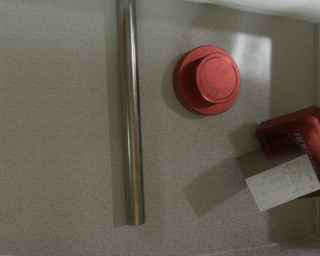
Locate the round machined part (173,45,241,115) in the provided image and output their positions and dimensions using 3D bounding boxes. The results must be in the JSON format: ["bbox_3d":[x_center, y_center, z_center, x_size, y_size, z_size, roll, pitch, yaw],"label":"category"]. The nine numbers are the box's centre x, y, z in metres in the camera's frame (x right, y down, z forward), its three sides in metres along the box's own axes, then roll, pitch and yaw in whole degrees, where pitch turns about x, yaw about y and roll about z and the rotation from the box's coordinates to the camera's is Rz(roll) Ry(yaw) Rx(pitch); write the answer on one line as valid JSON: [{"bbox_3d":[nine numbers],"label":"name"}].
[{"bbox_3d":[0.071,-0.066,0.429,0.099,0.042,0.097,0,90,-21],"label":"round machined part"}]

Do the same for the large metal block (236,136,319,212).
[{"bbox_3d":[0.158,0.060,0.426,0.080,0.080,0.050,-25,100,11],"label":"large metal block"}]

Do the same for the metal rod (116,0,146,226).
[{"bbox_3d":[-0.038,-0.027,0.397,0.025,0.025,0.298,-3,91,-20],"label":"metal rod"}]

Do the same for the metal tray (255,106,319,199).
[{"bbox_3d":[0.211,0.040,0.454,0.130,0.090,0.030,58,43,-12],"label":"metal tray"}]
